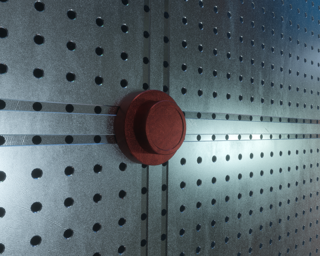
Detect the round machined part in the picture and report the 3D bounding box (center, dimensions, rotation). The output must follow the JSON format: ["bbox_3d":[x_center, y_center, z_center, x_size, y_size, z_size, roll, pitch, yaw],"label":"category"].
[{"bbox_3d":[-0.005,-0.001,0.396,0.099,0.042,0.097,0,90,-40],"label":"round machined part"}]
